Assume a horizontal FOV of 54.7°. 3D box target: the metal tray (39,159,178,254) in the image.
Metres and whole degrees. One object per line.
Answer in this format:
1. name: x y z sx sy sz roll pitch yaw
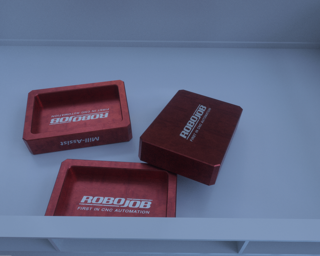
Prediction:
1. metal tray: -0.048 0.081 0.332 0.131 0.030 0.090 3 50 2

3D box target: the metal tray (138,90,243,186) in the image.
1. metal tray: 0.042 0.004 0.378 0.090 0.030 0.131 19 38 15

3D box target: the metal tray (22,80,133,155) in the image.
1. metal tray: -0.108 -0.017 0.415 0.131 0.030 0.090 -8 51 -7
